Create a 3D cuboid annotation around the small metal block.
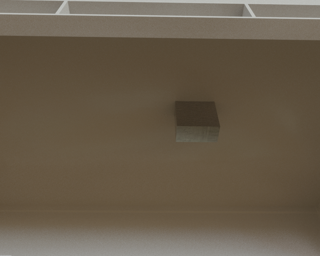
[{"bbox_3d":[0.044,-0.009,0.385,0.050,0.050,0.025,1,130,-1],"label":"small metal block"}]
